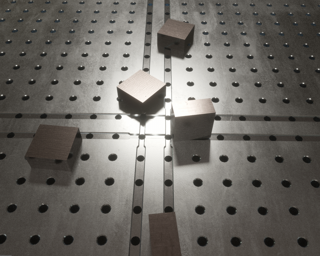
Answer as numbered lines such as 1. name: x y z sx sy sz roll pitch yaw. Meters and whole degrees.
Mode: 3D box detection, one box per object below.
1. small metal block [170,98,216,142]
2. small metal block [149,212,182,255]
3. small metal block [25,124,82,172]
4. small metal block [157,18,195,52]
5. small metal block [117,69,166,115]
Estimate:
1. small metal block: 0.041 -0.010 0.400 0.050 0.050 0.025 -7 51 -6
2. small metal block: 0.004 0.115 0.295 0.025 0.050 0.050 -5 50 -4
3. small metal block: -0.130 0.024 0.386 0.050 0.025 0.050 5 50 4
4. small metal block: 0.028 -0.164 0.546 0.050 0.025 0.050 19 52 14
5. small metal block: -0.026 -0.053 0.452 0.050 0.025 0.050 33 57 24
